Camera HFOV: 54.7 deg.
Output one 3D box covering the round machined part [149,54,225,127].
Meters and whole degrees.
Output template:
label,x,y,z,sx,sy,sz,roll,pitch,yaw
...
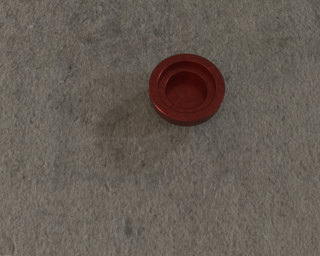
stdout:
label,x,y,z,sx,sy,sz,roll,pitch,yaw
round machined part,0.035,-0.047,0.417,0.099,0.042,0.098,0,70,-1
